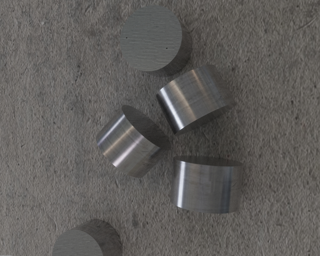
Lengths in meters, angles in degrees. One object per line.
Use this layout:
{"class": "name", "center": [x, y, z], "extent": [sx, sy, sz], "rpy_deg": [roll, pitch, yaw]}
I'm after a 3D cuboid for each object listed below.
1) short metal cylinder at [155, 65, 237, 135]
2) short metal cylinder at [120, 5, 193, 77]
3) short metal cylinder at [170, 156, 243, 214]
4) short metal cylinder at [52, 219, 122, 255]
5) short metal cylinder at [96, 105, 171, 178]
{"class": "short metal cylinder", "center": [0.042, -0.031, 0.365], "extent": [0.080, 0.080, 0.050], "rpy_deg": [-30, 80, 17]}
{"class": "short metal cylinder", "center": [-0.003, -0.108, 0.397], "extent": [0.080, 0.050, 0.080], "rpy_deg": [0, 90, 20]}
{"class": "short metal cylinder", "center": [0.054, 0.062, 0.361], "extent": [0.080, 0.080, 0.050], "rpy_deg": [5, 92, 20]}
{"class": "short metal cylinder", "center": [-0.100, 0.174, 0.431], "extent": [0.080, 0.050, 0.080], "rpy_deg": [0, 90, 20]}
{"class": "short metal cylinder", "center": [-0.032, 0.016, 0.391], "extent": [0.080, 0.080, 0.050], "rpy_deg": [47, 104, 14]}
